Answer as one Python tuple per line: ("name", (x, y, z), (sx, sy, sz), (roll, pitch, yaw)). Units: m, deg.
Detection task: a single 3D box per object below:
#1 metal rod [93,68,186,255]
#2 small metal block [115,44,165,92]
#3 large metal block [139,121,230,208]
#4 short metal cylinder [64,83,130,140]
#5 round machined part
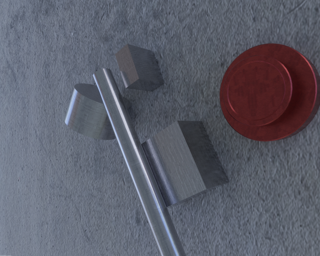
("metal rod", (-0.018, 0.061, 0.352), (0.025, 0.025, 0.299), (-36, 68, 34))
("small metal block", (-0.026, -0.078, 0.408), (0.025, 0.050, 0.050), (-30, 72, 36))
("large metal block", (0.022, 0.045, 0.369), (0.080, 0.050, 0.080), (-34, 69, 34))
("short metal cylinder", (-0.089, -0.024, 0.440), (0.080, 0.081, 0.050), (35, 111, 34))
("round machined part", (0.102, -0.035, 0.308), (0.098, 0.042, 0.097), (0, 90, 39))
